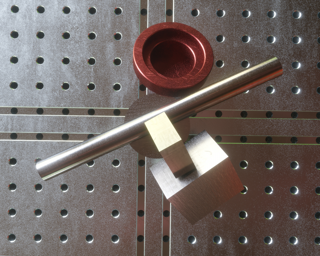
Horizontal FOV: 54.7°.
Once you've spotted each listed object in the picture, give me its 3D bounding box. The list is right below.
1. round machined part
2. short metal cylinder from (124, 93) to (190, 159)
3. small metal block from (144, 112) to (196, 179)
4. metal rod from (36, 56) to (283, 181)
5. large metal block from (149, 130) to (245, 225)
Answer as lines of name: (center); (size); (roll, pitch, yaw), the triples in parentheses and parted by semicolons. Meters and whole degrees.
round machined part: (0.015, -0.082, 0.393); (0.099, 0.042, 0.098); (2, 67, -6)
short metal cylinder: (-0.004, -0.003, 0.400); (0.081, 0.050, 0.079); (0, 90, -1)
small metal block: (0.011, 0.019, 0.340); (0.025, 0.050, 0.050); (-29, 132, 0)
metal rod: (0.000, -0.011, 0.363); (0.301, 0.025, 0.025); (-24, 90, -1)
large metal block: (0.047, 0.062, 0.379); (0.080, 0.050, 0.080); (-35, 135, 0)
